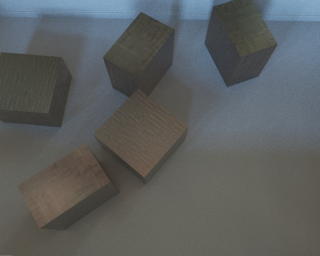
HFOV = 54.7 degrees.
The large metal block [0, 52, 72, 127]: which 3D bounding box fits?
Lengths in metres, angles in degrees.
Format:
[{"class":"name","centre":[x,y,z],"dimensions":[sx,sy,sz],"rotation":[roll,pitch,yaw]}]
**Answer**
[{"class":"large metal block","centre":[-0.171,-0.050,0.413],"dimensions":[0.080,0.050,0.080],"rotation":[5,70,2]}]

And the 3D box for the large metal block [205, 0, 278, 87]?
[{"class":"large metal block","centre":[0.105,-0.115,0.423],"dimensions":[0.050,0.080,0.080],"rotation":[-20,71,-7]}]

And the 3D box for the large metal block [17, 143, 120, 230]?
[{"class":"large metal block","centre":[-0.098,0.071,0.354],"dimensions":[0.080,0.080,0.050],"rotation":[-33,74,-11]}]

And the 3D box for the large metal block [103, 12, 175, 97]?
[{"class":"large metal block","centre":[-0.025,-0.089,0.413],"dimensions":[0.050,0.080,0.080],"rotation":[32,73,11]}]

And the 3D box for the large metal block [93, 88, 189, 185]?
[{"class":"large metal block","centre":[-0.022,0.012,0.392],"dimensions":[0.080,0.050,0.080],"rotation":[38,74,13]}]
